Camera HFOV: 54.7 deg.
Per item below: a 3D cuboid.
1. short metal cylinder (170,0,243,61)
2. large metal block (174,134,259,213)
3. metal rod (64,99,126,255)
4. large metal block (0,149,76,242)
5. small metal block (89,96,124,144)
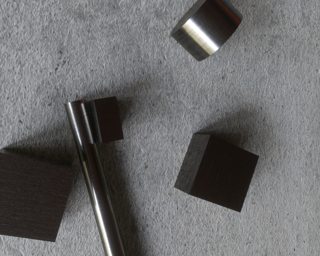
[{"bbox_3d":[0.059,-0.134,0.402,0.050,0.080,0.080,40,77,-16],"label":"short metal cylinder"},{"bbox_3d":[0.077,0.060,0.425,0.080,0.050,0.080,23,82,-19],"label":"large metal block"},{"bbox_3d":[-0.067,0.113,0.384,0.025,0.025,0.298,-16,95,-19],"label":"metal rod"},{"bbox_3d":[-0.146,0.072,0.342,0.081,0.050,0.080,17,85,-20],"label":"large metal block"},{"bbox_3d":[-0.066,-0.010,0.372,0.025,0.050,0.050,-11,94,-20],"label":"small metal block"}]
